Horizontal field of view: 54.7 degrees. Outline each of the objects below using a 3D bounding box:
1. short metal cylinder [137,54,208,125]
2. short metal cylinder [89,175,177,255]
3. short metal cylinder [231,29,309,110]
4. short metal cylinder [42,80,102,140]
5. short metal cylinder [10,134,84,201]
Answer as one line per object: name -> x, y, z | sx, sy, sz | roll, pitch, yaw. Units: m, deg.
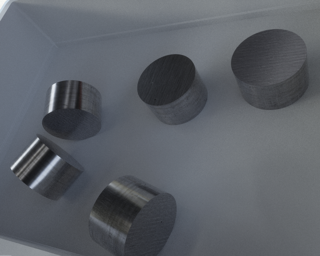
short metal cylinder -> 0.017, -0.051, 0.412 | 0.080, 0.050, 0.080 | -13, 56, 21
short metal cylinder -> -0.027, 0.096, 0.325 | 0.050, 0.080, 0.080 | 19, 72, 35
short metal cylinder -> 0.129, -0.068, 0.363 | 0.080, 0.050, 0.080 | -13, 56, 21
short metal cylinder -> -0.126, -0.024, 0.452 | 0.080, 0.080, 0.050 | -18, 55, 17
short metal cylinder -> -0.150, 0.052, 0.418 | 0.080, 0.080, 0.050 | 34, 81, 38
